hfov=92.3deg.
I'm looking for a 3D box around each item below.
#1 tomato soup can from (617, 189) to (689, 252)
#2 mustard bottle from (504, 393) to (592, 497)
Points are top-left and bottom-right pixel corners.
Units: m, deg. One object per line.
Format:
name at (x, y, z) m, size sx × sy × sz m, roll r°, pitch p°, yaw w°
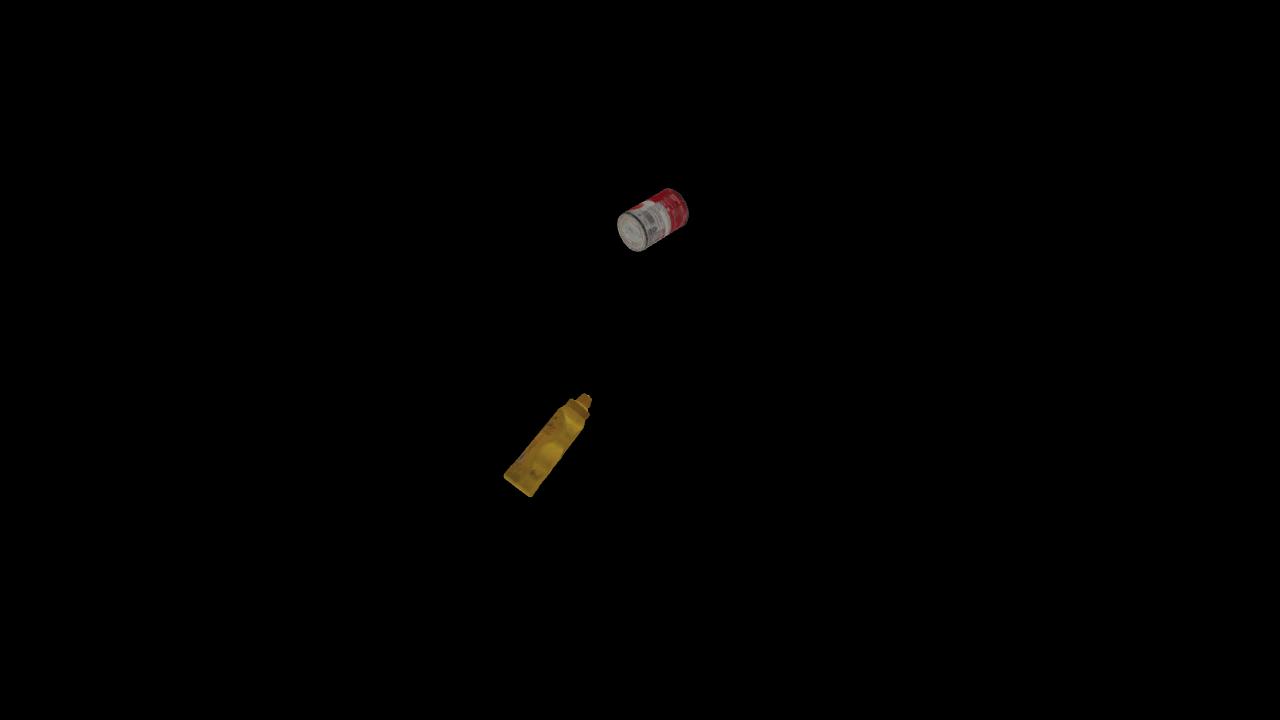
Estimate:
tomato soup can at (0.020, -0.223, 0.985) m, size 0.101 × 0.068 × 0.068 m, roll -37°, pitch 21°, yaw -30°
mustard bottle at (-0.138, 0.127, 0.977) m, size 0.054 × 0.184 × 0.092 m, roll 41°, pitch -16°, yaw -10°
